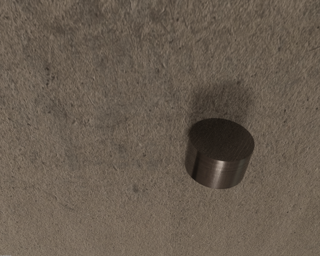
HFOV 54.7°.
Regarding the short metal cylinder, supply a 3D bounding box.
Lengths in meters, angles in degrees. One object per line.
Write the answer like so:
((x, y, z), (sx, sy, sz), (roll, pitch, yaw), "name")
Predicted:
((0.075, 0.031, 0.399), (0.081, 0.080, 0.050), (3, 130, -3), "short metal cylinder")
